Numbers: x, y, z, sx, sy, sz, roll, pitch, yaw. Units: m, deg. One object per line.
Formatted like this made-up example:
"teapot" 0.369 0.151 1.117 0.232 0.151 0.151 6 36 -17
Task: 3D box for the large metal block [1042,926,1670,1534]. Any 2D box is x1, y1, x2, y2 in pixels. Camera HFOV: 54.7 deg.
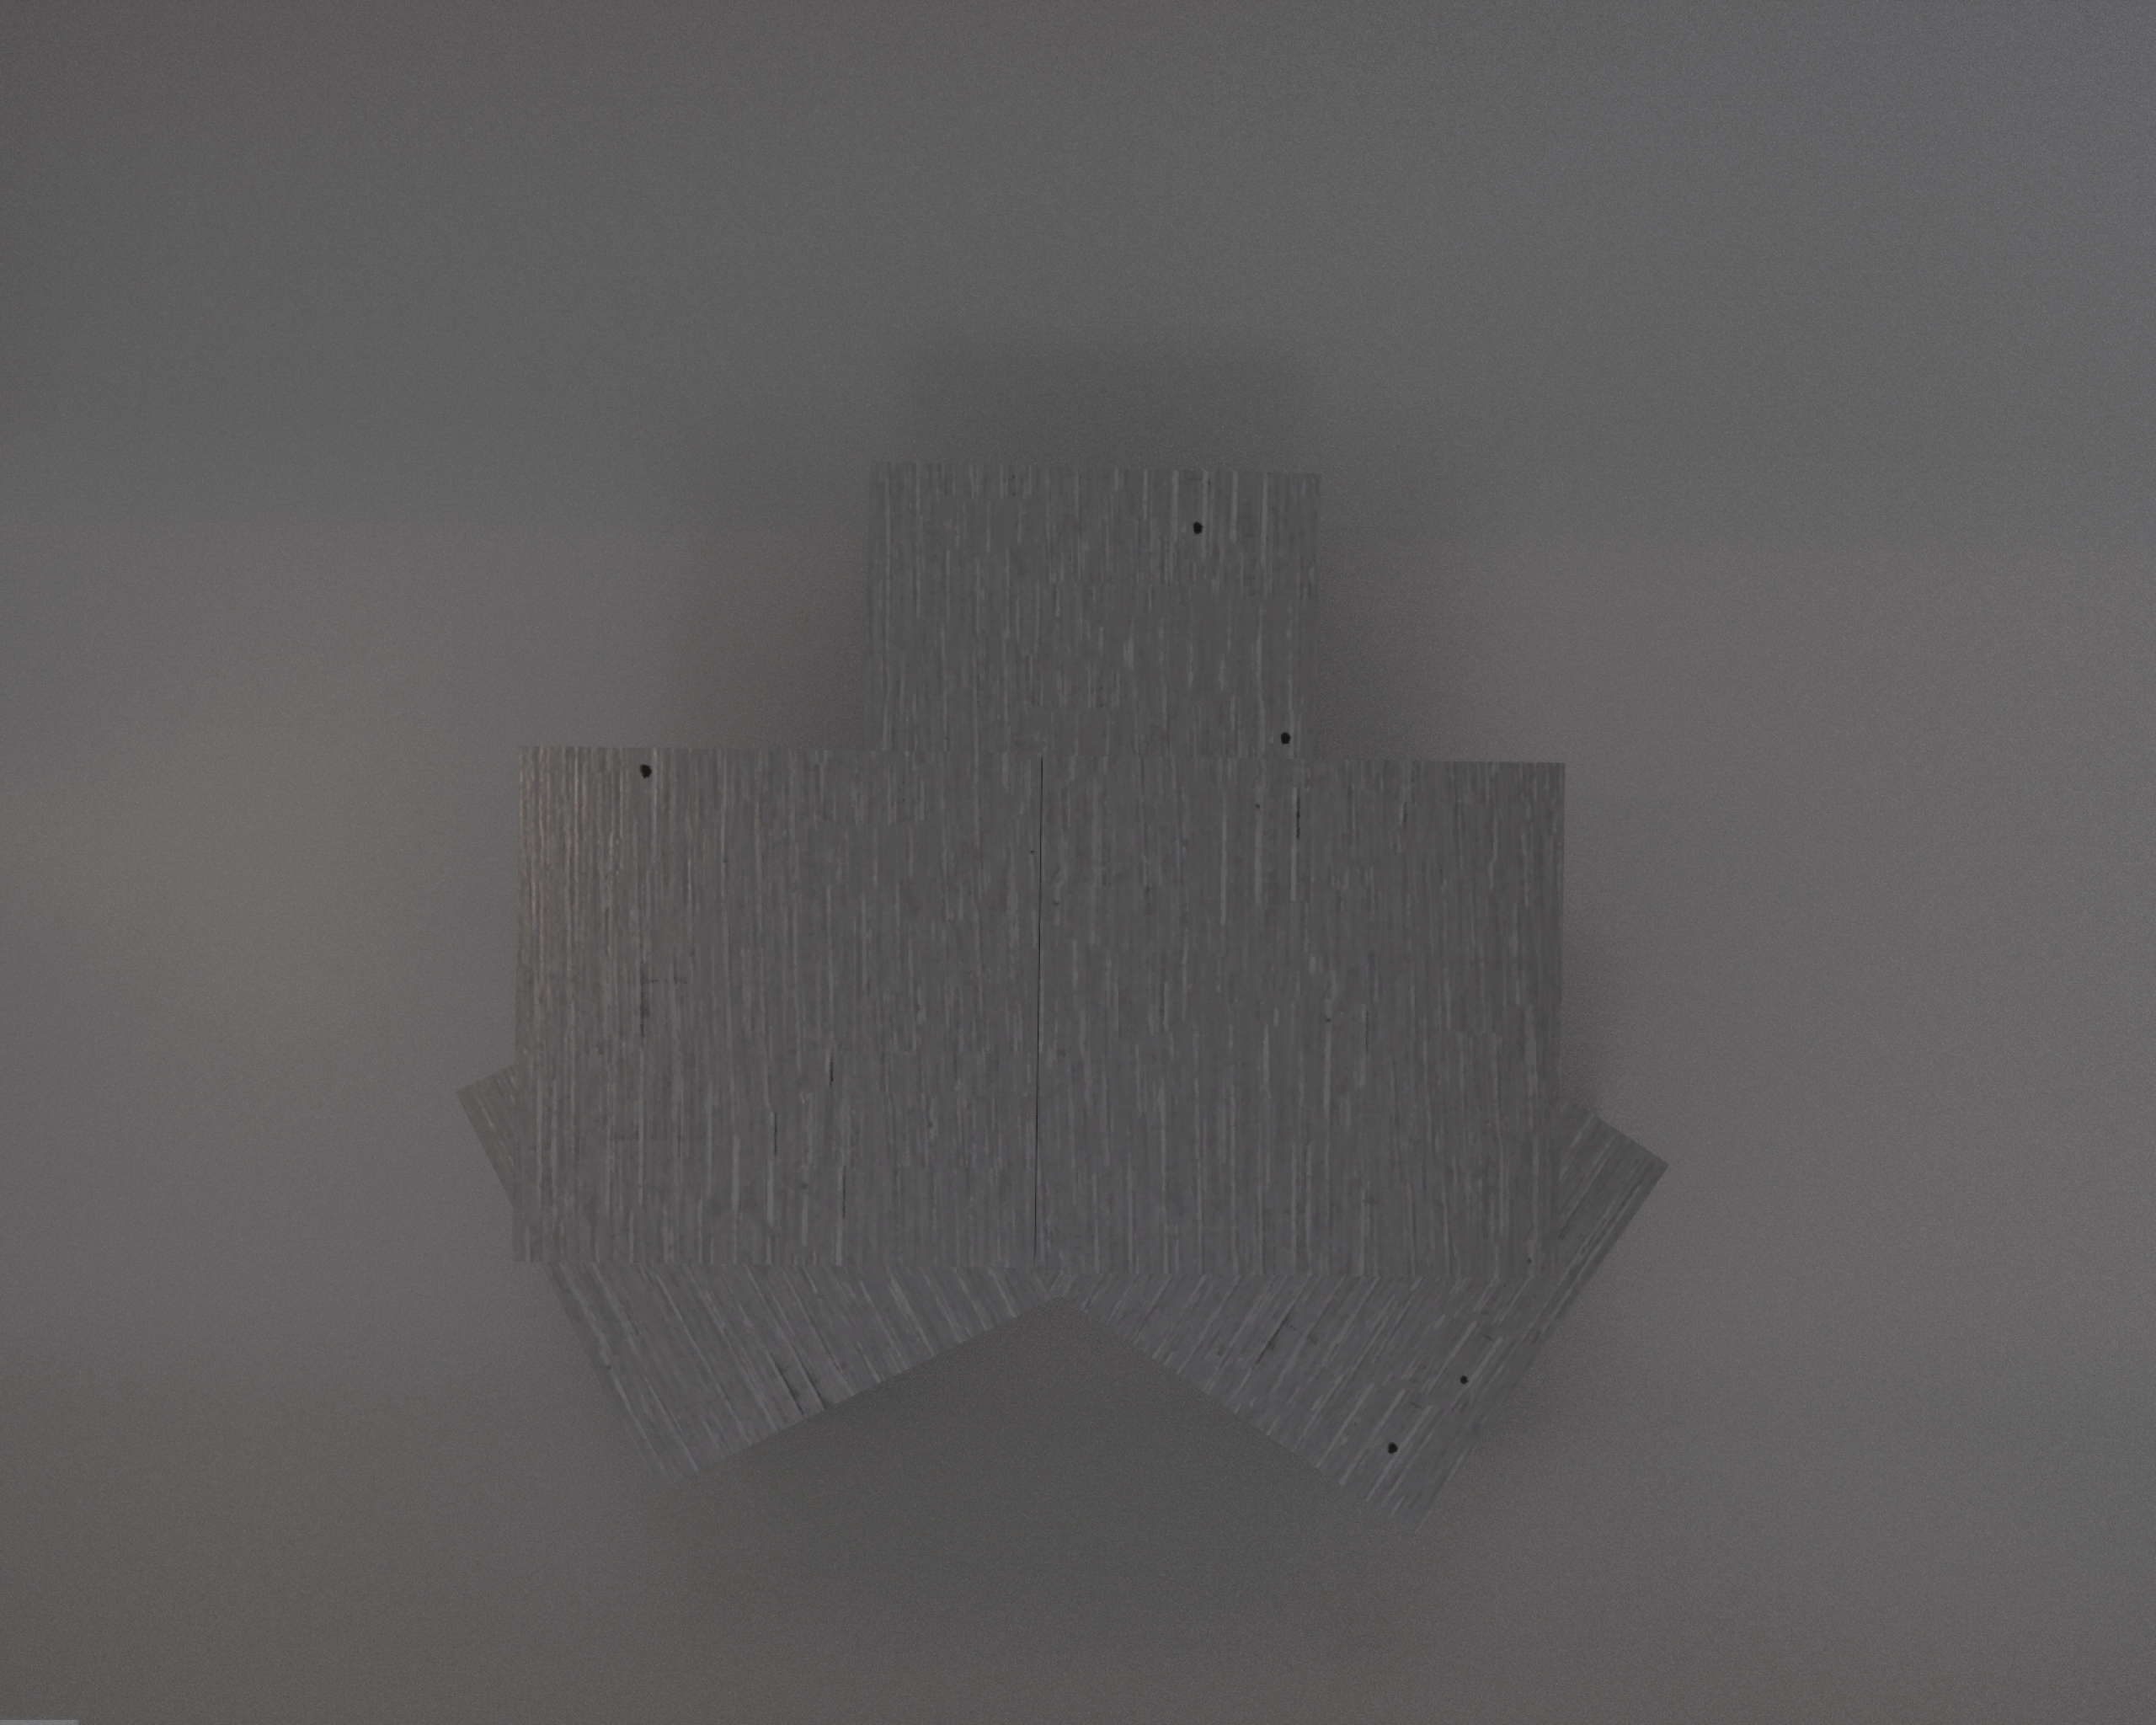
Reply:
"large metal block" 0.050 0.064 0.396 0.080 0.050 0.080 34 90 0

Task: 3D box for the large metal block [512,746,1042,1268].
"large metal block" -0.046 0.022 0.347 0.081 0.050 0.080 1 90 0

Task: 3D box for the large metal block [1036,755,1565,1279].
"large metal block" 0.034 0.024 0.346 0.081 0.050 0.080 1 90 0

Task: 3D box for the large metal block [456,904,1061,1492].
"large metal block" -0.057 0.059 0.397 0.080 0.050 0.080 -26 90 0

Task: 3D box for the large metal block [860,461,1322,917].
"large metal block" 0.002 -0.031 0.397 0.081 0.050 0.080 2 90 0
